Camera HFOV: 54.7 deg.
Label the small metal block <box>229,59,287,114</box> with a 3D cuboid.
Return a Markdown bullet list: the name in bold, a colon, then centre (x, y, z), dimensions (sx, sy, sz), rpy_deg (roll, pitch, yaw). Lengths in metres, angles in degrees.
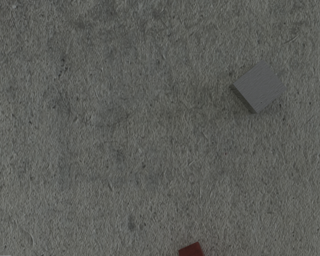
- **small metal block**: centre (0.129, -0.054, 0.412), dimensions (0.050, 0.025, 0.050), rpy_deg (-40, 91, 0)

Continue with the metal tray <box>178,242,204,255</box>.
- **metal tray**: centre (0.065, 0.218, 0.378), dimensions (0.030, 0.090, 0.129), rpy_deg (-24, 90, 0)
